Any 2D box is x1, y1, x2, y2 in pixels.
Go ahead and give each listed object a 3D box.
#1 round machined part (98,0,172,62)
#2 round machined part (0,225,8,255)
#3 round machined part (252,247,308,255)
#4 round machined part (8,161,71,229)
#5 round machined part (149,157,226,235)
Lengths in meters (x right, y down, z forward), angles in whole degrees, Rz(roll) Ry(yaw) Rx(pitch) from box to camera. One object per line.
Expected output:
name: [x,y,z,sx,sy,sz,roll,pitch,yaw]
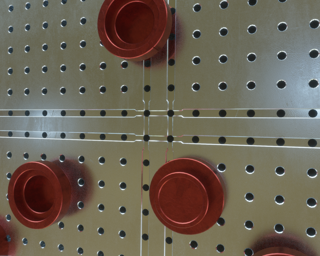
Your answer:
round machined part: [-0.030,-0.137,0.415,0.098,0.042,0.097,0,90,20]
round machined part: [-0.305,0.200,0.513,0.098,0.042,0.097,0,90,20]
round machined part: [0.142,0.184,0.354,0.098,0.042,0.097,0,90,20]
round machined part: [-0.174,0.097,0.466,0.098,0.042,0.097,0,90,20]
round machined part: [0.031,0.087,0.393,0.098,0.042,0.097,0,90,20]
